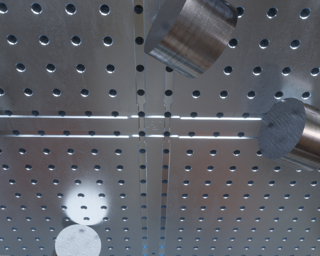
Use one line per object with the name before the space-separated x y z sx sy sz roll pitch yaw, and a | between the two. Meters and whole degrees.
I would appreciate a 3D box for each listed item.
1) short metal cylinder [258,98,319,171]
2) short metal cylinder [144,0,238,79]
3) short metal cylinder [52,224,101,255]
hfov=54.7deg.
short metal cylinder | 0.169 0.008 0.385 0.050 0.080 0.079 20 127 -17
short metal cylinder | 0.027 -0.094 0.296 0.050 0.080 0.080 27 125 -21
short metal cylinder | -0.153 0.225 0.565 0.081 0.080 0.050 16 128 -14
